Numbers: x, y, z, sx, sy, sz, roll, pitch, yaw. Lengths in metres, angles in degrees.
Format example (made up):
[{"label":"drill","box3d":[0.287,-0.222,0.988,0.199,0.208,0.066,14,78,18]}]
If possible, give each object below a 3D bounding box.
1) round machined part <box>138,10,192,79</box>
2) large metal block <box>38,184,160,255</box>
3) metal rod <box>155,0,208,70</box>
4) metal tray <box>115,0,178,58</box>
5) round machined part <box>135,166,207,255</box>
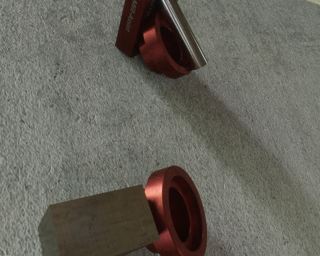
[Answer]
[{"label":"round machined part","box3d":[0.006,-0.118,0.451,0.098,0.042,0.098,29,53,-46]},{"label":"large metal block","box3d":[-0.059,0.095,0.279,0.081,0.080,0.050,-7,65,-31]},{"label":"metal rod","box3d":[-0.015,-0.210,0.403,0.299,0.025,0.025,57,48,-21]},{"label":"metal tray","box3d":[-0.012,-0.170,0.431,0.030,0.129,0.090,38,50,10]},{"label":"round machined part","box3d":[0.009,0.092,0.323,0.098,0.042,0.098,47,32,-42]}]
